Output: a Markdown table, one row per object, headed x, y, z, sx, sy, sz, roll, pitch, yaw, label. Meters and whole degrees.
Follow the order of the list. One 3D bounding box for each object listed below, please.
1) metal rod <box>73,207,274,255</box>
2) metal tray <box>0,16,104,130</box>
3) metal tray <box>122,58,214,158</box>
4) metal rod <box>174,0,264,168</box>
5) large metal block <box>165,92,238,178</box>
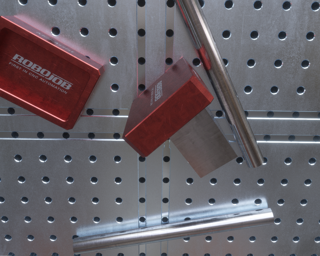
| x | y | z | sx | sy | sz | roll | pitch | yaw | label |
| --- | --- | --- | --- | --- | --- | --- | --- | --- | --- |
| 0.018 | 0.157 | 0.471 | 0.302 | 0.025 | 0.025 | -10 | 110 | 3 | metal rod |
| -0.148 | -0.066 | 0.384 | 0.131 | 0.030 | 0.090 | 28 | 107 | -11 | metal tray |
| 0.006 | -0.030 | 0.347 | 0.090 | 0.130 | 0.030 | -41 | 106 | 13 | metal tray |
| 0.068 | -0.077 | 0.385 | 0.025 | 0.025 | 0.299 | -25 | 109 | 8 | metal rod |
| 0.043 | 0.000 | 0.379 | 0.050 | 0.080 | 0.080 | -33 | 115 | 11 | large metal block |
